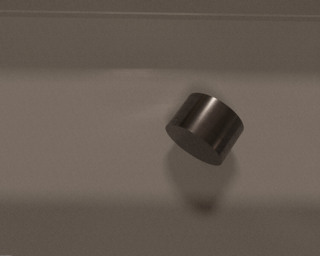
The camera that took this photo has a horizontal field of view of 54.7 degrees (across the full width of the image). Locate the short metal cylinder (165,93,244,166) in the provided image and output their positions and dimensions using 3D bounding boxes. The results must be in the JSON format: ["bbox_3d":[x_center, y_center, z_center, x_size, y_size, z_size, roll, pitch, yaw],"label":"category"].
[{"bbox_3d":[0.054,0.002,0.380,0.080,0.080,0.050,33,73,11],"label":"short metal cylinder"}]
